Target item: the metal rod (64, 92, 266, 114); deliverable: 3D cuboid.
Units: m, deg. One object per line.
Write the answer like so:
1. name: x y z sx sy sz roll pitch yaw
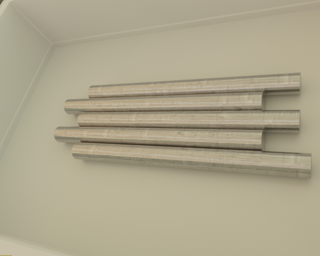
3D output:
1. metal rod: -0.013 -0.032 0.429 0.300 0.025 0.025 1 62 28

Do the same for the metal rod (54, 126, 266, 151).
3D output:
1. metal rod: -0.020 0.012 0.406 0.300 0.025 0.025 1 62 28

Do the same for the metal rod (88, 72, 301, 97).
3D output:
1. metal rod: 0.027 -0.053 0.421 0.300 0.025 0.025 1 62 28

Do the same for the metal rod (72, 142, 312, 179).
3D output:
1. metal rod: 0.015 0.035 0.373 0.300 0.025 0.025 1 62 28

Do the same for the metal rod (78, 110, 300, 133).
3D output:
1. metal rod: 0.017 -0.009 0.400 0.300 0.025 0.025 1 62 28
